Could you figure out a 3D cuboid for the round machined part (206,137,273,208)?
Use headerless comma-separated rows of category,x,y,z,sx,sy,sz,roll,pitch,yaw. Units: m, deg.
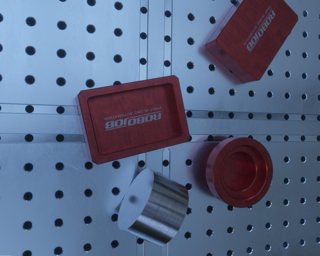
round machined part,0.109,0.061,0.446,0.099,0.042,0.097,0,90,-21

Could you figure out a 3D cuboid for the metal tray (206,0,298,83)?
metal tray,0.140,-0.144,0.463,0.090,0.030,0.130,38,78,-16

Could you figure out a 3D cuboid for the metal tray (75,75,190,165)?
metal tray,-0.033,-0.013,0.398,0.131,0.030,0.089,-13,95,-20

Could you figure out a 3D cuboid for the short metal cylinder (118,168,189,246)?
short metal cylinder,-0.009,0.096,0.381,0.050,0.080,0.080,31,80,-18
